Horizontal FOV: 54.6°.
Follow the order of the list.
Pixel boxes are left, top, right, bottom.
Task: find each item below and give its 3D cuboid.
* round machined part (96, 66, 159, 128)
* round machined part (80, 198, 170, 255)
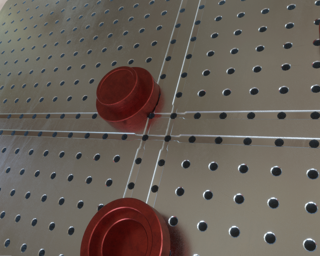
[{"bbox_3d":[-0.054,-0.052,0.459,0.098,0.042,0.098,-13,56,21],"label":"round machined part"},{"bbox_3d":[-0.034,0.130,0.336,0.098,0.042,0.098,-13,56,21],"label":"round machined part"}]
